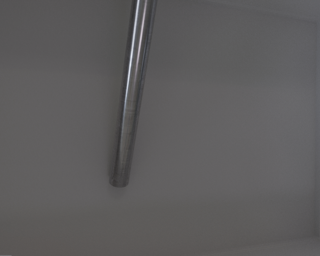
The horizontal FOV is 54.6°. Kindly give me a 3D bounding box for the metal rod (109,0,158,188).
[{"bbox_3d":[-0.027,-0.066,0.333,0.025,0.025,0.298,2,115,-20],"label":"metal rod"}]
